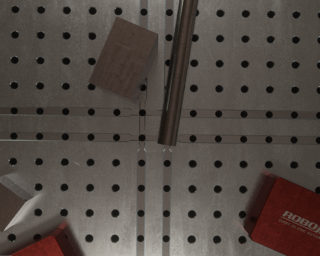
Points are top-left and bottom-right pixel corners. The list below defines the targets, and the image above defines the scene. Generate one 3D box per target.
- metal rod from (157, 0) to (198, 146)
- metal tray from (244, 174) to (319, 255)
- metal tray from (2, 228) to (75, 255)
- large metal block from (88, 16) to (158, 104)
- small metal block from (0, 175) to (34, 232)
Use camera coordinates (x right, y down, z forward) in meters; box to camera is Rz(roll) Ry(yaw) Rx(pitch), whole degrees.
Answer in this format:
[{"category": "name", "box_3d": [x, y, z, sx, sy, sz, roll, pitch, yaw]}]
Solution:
[{"category": "metal rod", "box_3d": [0.032, -0.125, 0.413, 0.025, 0.025, 0.298, 9, 90, -1]}, {"category": "metal tray", "box_3d": [0.192, 0.128, 0.414, 0.131, 0.030, 0.090, 24, 90, -1]}, {"category": "metal tray", "box_3d": [-0.174, 0.204, 0.409, 0.131, 0.030, 0.090, -26, 90, -1]}, {"category": "large metal block", "box_3d": [-0.041, -0.078, 0.385, 0.050, 0.080, 0.080, 23, 90, -1]}, {"category": "small metal block", "box_3d": [-0.208, 0.100, 0.411, 0.050, 0.025, 0.050, 37, 90, -1]}]
